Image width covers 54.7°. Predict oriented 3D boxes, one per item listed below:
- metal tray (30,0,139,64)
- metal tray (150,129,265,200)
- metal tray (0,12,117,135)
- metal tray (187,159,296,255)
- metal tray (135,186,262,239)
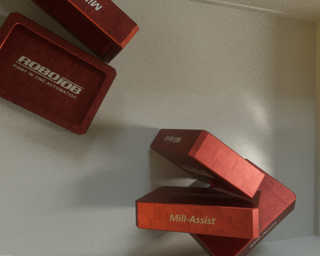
[{"bbox_3d":[-0.092,-0.132,0.341,0.130,0.090,0.030,39,78,-16],"label":"metal tray"},{"bbox_3d":[0.049,0.038,0.373,0.090,0.130,0.030,36,79,-17],"label":"metal tray"},{"bbox_3d":[-0.129,-0.059,0.360,0.131,0.030,0.090,29,81,-18],"label":"metal tray"},{"bbox_3d":[0.102,0.110,0.413,0.131,0.090,0.030,-36,138,-17],"label":"metal tray"},{"bbox_3d":[0.048,0.093,0.360,0.130,0.090,0.030,-1,90,20],"label":"metal tray"}]
